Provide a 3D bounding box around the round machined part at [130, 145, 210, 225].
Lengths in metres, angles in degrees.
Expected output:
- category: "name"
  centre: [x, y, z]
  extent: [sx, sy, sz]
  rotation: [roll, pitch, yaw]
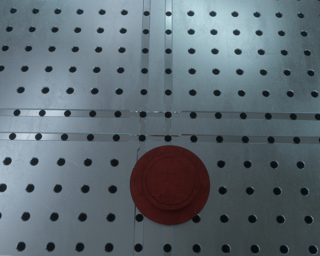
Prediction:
- category: "round machined part"
  centre: [0.012, 0.067, 0.378]
  extent: [0.099, 0.042, 0.098]
  rotation: [0, 70, -1]
